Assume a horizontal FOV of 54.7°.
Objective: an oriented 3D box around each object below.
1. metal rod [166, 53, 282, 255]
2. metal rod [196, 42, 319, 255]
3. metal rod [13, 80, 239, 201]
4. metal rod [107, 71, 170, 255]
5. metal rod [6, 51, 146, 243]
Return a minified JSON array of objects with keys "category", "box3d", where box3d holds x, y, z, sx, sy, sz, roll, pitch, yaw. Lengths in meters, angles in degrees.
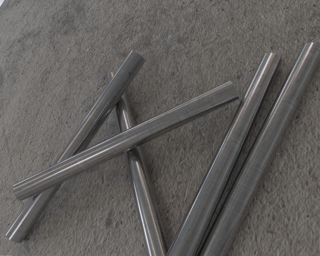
[{"category":"metal rod","box3d":[0.068,0.038,0.332,0.025,0.025,0.300,16,66,34]},{"category":"metal rod","box3d":[0.105,0.032,0.328,0.025,0.025,0.300,21,72,36]},{"category":"metal rod","box3d":[-0.047,0.019,0.383,0.301,0.025,0.025,-25,53,7]},{"category":"metal rod","box3d":[-0.034,0.033,0.401,0.025,0.025,0.299,-27,52,11]},{"category":"metal rod","box3d":[-0.113,0.023,0.428,0.025,0.025,0.299,31,85,38]}]
